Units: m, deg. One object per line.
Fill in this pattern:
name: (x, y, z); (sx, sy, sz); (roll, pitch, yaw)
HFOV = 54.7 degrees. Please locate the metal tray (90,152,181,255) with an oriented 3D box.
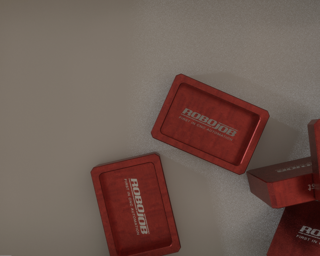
metal tray: (-0.031, 0.104, 0.408); (0.091, 0.030, 0.129); (-13, 90, 0)

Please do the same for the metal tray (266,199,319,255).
metal tray: (0.201, 0.135, 0.351); (0.030, 0.130, 0.090); (51, 61, -33)

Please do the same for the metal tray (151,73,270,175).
metal tray: (0.064, -0.005, 0.409); (0.131, 0.030, 0.090); (23, 90, 0)

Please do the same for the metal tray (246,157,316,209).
metal tray: (0.184, 0.059, 0.380); (0.131, 0.090, 0.030); (-13, 90, 0)

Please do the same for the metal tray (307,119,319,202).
metal tray: (0.223, 0.030, 0.305); (0.130, 0.030, 0.089); (-6, 89, 13)
